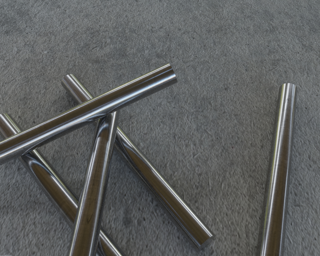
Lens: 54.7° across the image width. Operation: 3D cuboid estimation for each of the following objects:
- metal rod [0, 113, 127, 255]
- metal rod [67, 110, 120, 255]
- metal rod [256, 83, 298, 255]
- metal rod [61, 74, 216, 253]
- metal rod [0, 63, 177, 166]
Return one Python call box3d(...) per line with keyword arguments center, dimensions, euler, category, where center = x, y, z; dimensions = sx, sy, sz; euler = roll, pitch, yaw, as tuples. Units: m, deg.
box3d(center=(-0.106, 0.076, 0.338), dimensions=(0.025, 0.025, 0.300), euler=(-35, 58, -26), category="metal rod")
box3d(center=(-0.068, 0.082, 0.299), dimensions=(0.025, 0.025, 0.300), euler=(2, 50, 1), category="metal rod")
box3d(center=(0.138, 0.053, 0.359), dimensions=(0.025, 0.025, 0.301), euler=(15, 51, 12), category="metal rod")
box3d(center=(-0.044, 0.023, 0.383), dimensions=(0.025, 0.025, 0.300), euler=(-30, 56, -23), category="metal rod")
box3d(center=(-0.121, 0.001, 0.353), dimensions=(0.301, 0.025, 0.025), euler=(-25, 53, -2), category="metal rod")
